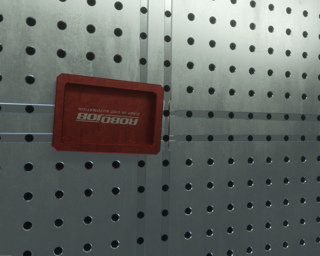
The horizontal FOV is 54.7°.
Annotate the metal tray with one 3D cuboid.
[{"bbox_3d":[-0.063,-0.014,0.387,0.131,0.030,0.089,4,89,-20],"label":"metal tray"}]
